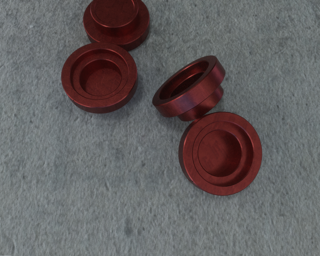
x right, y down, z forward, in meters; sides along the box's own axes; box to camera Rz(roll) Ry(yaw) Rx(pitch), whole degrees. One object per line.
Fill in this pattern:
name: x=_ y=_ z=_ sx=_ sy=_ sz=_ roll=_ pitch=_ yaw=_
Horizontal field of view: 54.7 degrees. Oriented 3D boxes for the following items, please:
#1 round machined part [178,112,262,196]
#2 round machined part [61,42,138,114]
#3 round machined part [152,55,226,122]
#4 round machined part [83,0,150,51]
round machined part: x=0.069 y=0.030 z=0.378 sx=0.099 sy=0.042 sz=0.097 roll=1 pitch=87 yaw=-12
round machined part: x=-0.079 y=-0.064 z=0.422 sx=0.099 sy=0.042 sz=0.098 roll=0 pitch=70 yaw=-1
round machined part: x=0.042 y=-0.046 z=0.397 sx=0.098 sy=0.098 sz=0.042 roll=-45 pitch=112 yaw=-15
round machined part: x=-0.065 y=-0.164 z=0.458 sx=0.099 sy=0.042 sz=0.098 roll=0 pitch=70 yaw=-1
